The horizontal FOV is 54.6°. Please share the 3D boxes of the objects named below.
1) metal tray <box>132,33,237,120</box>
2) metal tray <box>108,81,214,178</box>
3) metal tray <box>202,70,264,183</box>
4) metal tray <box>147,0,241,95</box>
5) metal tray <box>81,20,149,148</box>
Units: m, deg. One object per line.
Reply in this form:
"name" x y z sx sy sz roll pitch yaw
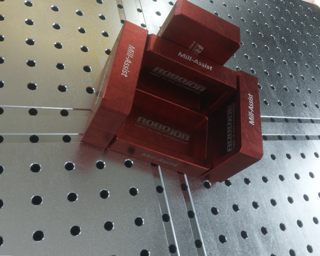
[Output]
"metal tray" 0.025 -0.062 0.417 0.131 0.090 0.030 20 55 -17
"metal tray" 0.006 0.002 0.405 0.131 0.030 0.090 20 54 -17
"metal tray" 0.094 -0.003 0.417 0.030 0.090 0.130 20 54 -17
"metal tray" 0.034 -0.097 0.417 0.090 0.129 0.030 21 54 -16
"metal tray" -0.053 -0.052 0.369 0.030 0.090 0.130 20 54 -17
